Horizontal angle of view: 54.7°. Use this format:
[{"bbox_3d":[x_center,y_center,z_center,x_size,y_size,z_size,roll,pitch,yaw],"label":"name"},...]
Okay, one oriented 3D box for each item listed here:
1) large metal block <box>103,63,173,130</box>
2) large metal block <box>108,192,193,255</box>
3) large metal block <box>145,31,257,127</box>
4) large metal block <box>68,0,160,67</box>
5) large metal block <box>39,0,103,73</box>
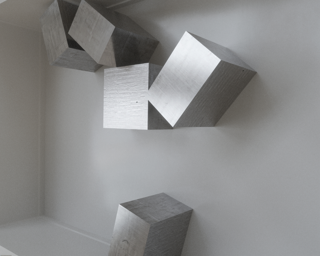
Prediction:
[{"bbox_3d":[-0.029,-0.039,0.412,0.080,0.050,0.079,2,91,39],"label":"large metal block"},{"bbox_3d":[-0.011,0.132,0.379,0.050,0.081,0.079,21,103,38],"label":"large metal block"},{"bbox_3d":[0.045,-0.047,0.333,0.050,0.081,0.080,49,119,28],"label":"large metal block"},{"bbox_3d":[-0.063,-0.123,0.420,0.080,0.081,0.050,46,117,30],"label":"large metal block"},{"bbox_3d":[-0.127,-0.137,0.473,0.050,0.081,0.080,-27,73,36],"label":"large metal block"}]
